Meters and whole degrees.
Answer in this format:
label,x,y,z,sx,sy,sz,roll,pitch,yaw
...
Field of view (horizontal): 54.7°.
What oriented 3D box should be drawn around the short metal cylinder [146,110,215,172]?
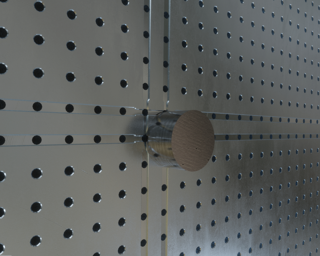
label,x,y,z,sx,sy,sz,roll,pitch,yaw
short metal cylinder,0.028,0.016,0.419,0.081,0.050,0.079,0,90,-40
